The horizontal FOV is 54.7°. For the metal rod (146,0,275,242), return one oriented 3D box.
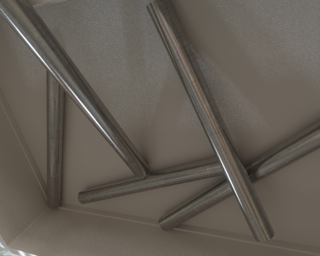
[{"bbox_3d":[0.062,-0.001,0.353,0.025,0.025,0.299,-19,102,35],"label":"metal rod"}]

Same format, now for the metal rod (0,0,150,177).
[{"bbox_3d":[-0.076,-0.023,0.353,0.025,0.025,0.299,4,147,26],"label":"metal rod"}]

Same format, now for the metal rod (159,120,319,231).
[{"bbox_3d":[0.093,0.075,0.405,0.025,0.025,0.299,45,129,-3],"label":"metal rod"}]

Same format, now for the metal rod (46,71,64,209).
[{"bbox_3d":[-0.178,0.034,0.523,0.025,0.025,0.298,25,127,13],"label":"metal rod"}]

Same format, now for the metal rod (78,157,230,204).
[{"bbox_3d":[-0.022,0.083,0.471,0.300,0.025,0.025,-20,108,35],"label":"metal rod"}]
